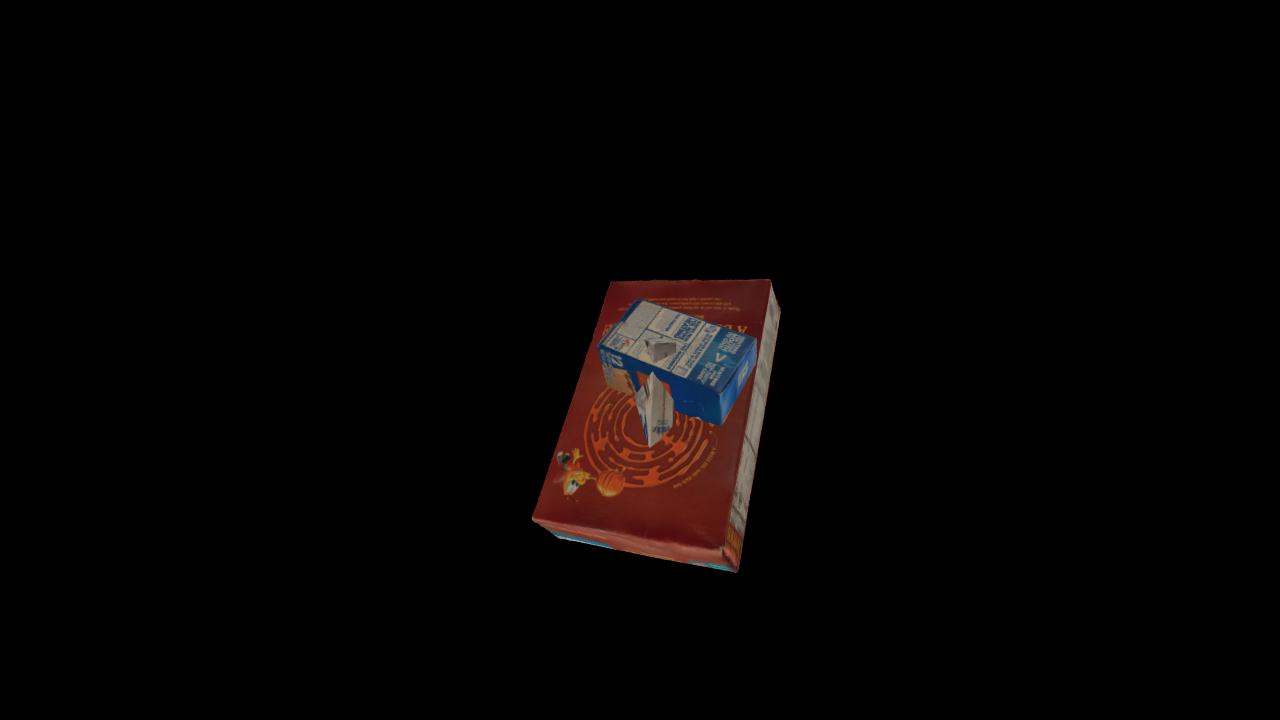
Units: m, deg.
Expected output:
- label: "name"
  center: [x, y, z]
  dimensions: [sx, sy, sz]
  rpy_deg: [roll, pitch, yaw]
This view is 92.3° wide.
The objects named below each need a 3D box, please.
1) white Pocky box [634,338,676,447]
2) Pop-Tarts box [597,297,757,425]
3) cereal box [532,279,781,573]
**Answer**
- label: "white Pocky box"
  center: [0.009, 0.050, 0.638]
  dimensions: [0.028, 0.154, 0.084]
  rpy_deg: [-2, 12, -20]
- label: "Pop-Tarts box"
  center: [0.045, 0.035, 0.663]
  dimensions: [0.141, 0.083, 0.167]
  rpy_deg: [21, -33, 24]
- label: "cereal box"
  center: [0.028, 0.054, 0.666]
  dimensions: [0.203, 0.306, 0.081]
  rpy_deg: [2, -30, 24]
